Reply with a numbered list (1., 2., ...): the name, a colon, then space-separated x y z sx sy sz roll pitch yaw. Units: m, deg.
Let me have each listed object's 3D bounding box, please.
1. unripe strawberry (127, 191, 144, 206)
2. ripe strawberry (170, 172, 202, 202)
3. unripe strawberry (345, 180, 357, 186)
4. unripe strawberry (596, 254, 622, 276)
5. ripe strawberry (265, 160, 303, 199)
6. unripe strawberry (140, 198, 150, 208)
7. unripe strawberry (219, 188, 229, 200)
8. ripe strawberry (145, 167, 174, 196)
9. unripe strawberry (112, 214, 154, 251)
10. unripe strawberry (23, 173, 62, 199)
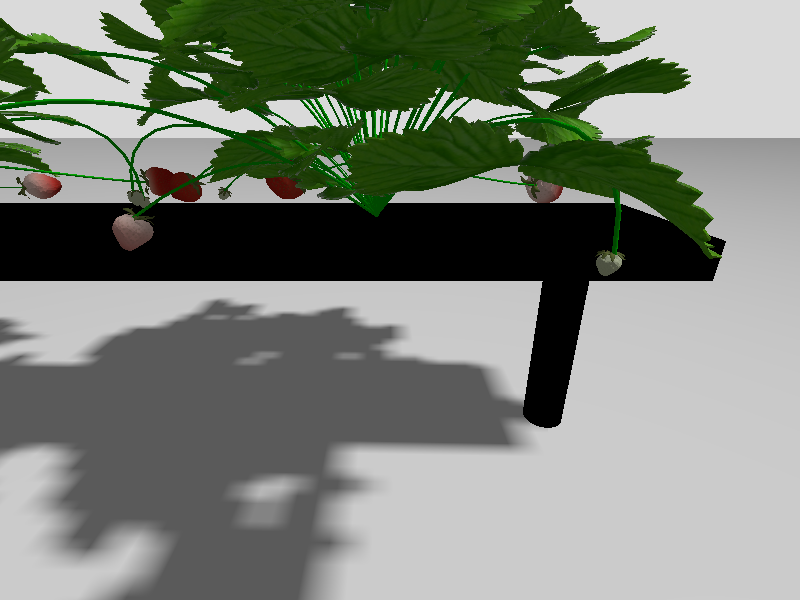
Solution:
1. unripe strawberry: -0.217 -0.083 0.329 0.011 0.011 0.011 -2 24 -4
2. ripe strawberry: -0.220 -0.113 0.408 0.032 0.031 0.029 -14 16 25
3. unripe strawberry: -0.057 -0.138 0.475 0.020 0.017 0.020 -6 -3 -14
4. unripe strawberry: 0.095 -0.016 0.184 0.011 0.010 0.010 -15 28 -30
5. ripe strawberry: -0.126 -0.133 0.434 0.048 0.047 0.045 20 31 40
6. unripe strawberry: -0.229 -0.087 0.359 0.010 0.010 0.009 -1 24 -3
7. unripe strawberry: -0.186 -0.111 0.422 0.011 0.012 0.010 -42 -1 35
8. ripe strawberry: -0.264 -0.132 0.444 0.030 0.031 0.027 -12 26 -26
9. unripe strawberry: -0.169 -0.042 0.252 0.021 0.022 0.024 24 4 -41
10. unripe strawberry: -0.378 -0.121 0.424 0.031 0.026 0.031 -20 30 -39
